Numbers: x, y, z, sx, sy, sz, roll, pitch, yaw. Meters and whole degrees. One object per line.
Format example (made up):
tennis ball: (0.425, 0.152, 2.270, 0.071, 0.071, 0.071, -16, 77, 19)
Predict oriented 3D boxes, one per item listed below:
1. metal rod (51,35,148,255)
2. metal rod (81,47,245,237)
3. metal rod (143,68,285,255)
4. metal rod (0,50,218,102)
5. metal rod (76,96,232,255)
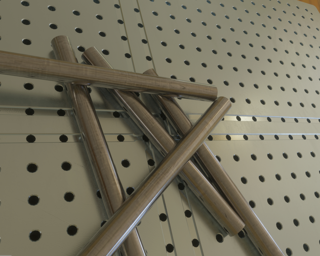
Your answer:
metal rod: (-0.075, 0.016, 0.358, 0.025, 0.025, 0.299, -10, 67, -33)
metal rod: (0.000, 0.012, 0.401, 0.025, 0.025, 0.300, -35, 81, -39)
metal rod: (0.063, 0.044, 0.417, 0.025, 0.025, 0.299, -25, 76, -37)
metal rod: (-0.059, -0.061, 0.383, 0.302, 0.025, 0.025, 5, 60, -26)
metal rod: (0.009, 0.047, 0.353, 0.025, 0.025, 0.302, 44, 51, 2)
